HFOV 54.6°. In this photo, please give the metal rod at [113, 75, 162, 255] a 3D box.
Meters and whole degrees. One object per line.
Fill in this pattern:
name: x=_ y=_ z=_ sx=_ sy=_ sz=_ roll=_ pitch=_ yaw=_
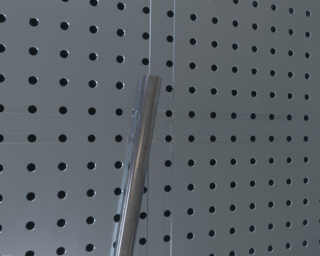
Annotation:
metal rod: x=-0.033 y=0.080 z=0.400 sx=0.025 sy=0.025 sz=0.299 roll=10 pitch=87 yaw=-20
